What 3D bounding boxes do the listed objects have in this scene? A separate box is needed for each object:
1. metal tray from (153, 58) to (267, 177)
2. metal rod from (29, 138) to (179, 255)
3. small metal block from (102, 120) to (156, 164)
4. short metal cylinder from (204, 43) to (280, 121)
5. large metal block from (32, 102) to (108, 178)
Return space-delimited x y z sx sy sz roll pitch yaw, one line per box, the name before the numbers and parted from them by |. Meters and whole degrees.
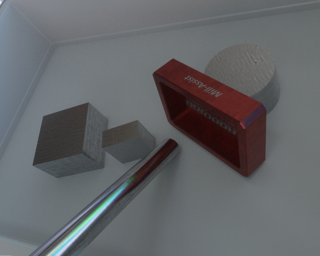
metal tray | 0.053 -0.013 0.340 0.030 0.090 0.130 -39 50 -17
metal rod | -0.057 0.078 0.265 0.025 0.025 0.302 2 22 29
small metal block | -0.039 0.019 0.397 0.050 0.050 0.025 -17 55 18
short metal cylinder | 0.098 -0.053 0.370 0.080 0.050 0.080 -13 56 20
large metal block | -0.124 0.019 0.441 0.080 0.050 0.080 -14 56 20
